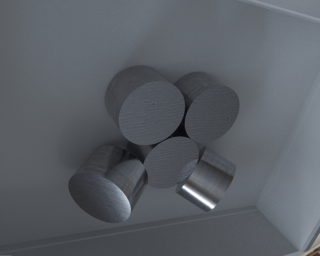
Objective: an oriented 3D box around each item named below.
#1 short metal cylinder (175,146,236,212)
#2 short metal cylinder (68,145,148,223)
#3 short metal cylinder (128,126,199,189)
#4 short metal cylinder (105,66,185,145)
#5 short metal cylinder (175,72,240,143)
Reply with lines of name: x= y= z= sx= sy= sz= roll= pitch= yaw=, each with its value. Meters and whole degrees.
short metal cylinder: x=0.065 y=0.073 z=0.445 sx=0.050 sy=0.080 sz=0.080 roll=33 pitch=103 yaw=1
short metal cylinder: x=-0.061 y=0.068 z=0.374 sx=0.050 sy=0.080 sz=0.079 roll=-57 pitch=149 yaw=-50
short metal cylinder: x=0.004 y=0.033 z=0.413 sx=0.081 sy=0.050 sz=0.079 roll=-14 pitch=125 yaw=-21
short metal cylinder: x=-0.018 y=-0.027 z=0.364 sx=0.081 sy=0.050 sz=0.079 roll=-14 pitch=125 yaw=-21
short metal cylinder: x=0.056 y=-0.027 z=0.406 sx=0.081 sy=0.050 sz=0.079 roll=-14 pitch=125 yaw=-21
